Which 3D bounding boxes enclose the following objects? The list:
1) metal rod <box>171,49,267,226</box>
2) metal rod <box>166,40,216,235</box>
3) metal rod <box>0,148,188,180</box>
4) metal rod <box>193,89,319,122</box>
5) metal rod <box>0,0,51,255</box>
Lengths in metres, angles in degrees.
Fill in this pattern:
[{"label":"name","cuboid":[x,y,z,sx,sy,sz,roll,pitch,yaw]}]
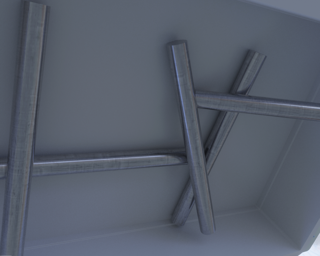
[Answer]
[{"label":"metal rod","cuboid":[0.082,0.027,0.472,0.025,0.025,0.298,8,114,-32]},{"label":"metal rod","cuboid":[0.048,0.031,0.427,0.025,0.025,0.298,-21,118,-16]},{"label":"metal rod","cuboid":[-0.074,0.043,0.395,0.303,0.025,0.025,-1,119,-29]},{"label":"metal rod","cuboid":[0.196,-0.023,0.419,0.302,0.025,0.025,6,119,-2]},{"label":"metal rod","cuboid":[-0.143,0.027,0.319,0.025,0.025,0.298,3,108,-30]}]
